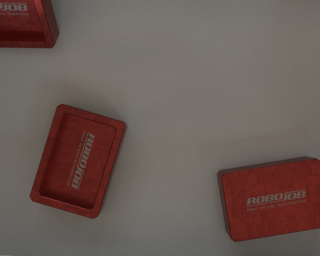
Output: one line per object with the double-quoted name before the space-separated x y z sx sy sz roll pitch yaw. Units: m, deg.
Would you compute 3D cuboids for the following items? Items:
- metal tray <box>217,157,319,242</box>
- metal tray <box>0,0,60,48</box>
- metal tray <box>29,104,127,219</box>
"metal tray" 0.149 0.093 0.411 0.131 0.030 0.089 -9 90 -1
"metal tray" -0.200 -0.144 0.377 0.131 0.089 0.030 1 50 -1
"metal tray" -0.105 0.042 0.407 0.090 0.030 0.129 17 90 -1
